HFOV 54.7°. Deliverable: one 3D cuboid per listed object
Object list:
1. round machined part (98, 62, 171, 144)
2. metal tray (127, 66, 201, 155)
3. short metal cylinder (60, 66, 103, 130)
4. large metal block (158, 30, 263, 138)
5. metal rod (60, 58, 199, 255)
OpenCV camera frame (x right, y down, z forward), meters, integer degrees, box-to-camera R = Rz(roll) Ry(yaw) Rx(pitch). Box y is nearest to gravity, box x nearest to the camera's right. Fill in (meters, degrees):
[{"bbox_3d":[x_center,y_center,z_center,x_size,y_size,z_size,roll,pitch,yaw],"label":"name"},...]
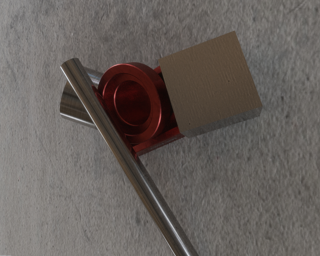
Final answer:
[{"bbox_3d":[-0.028,-0.033,0.385,0.098,0.042,0.097,12,112,32],"label":"round machined part"},{"bbox_3d":[-0.009,-0.022,0.408,0.130,0.030,0.090,-26,74,36],"label":"metal tray"},{"bbox_3d":[-0.100,-0.043,0.442,0.050,0.080,0.079,19,105,1],"label":"short metal cylinder"},{"bbox_3d":[0.052,-0.042,0.324,0.080,0.050,0.080,-18,77,11],"label":"large metal block"},{"bbox_3d":[-0.033,0.048,0.375,0.025,0.025,0.299,-34,87,35],"label":"metal rod"}]
